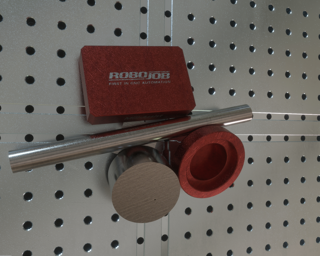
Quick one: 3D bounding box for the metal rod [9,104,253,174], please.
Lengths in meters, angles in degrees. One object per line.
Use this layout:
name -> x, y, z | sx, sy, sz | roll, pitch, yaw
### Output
metal rod -> -0.018, 0.008, 0.379 | 0.303, 0.025, 0.025 | -12, 94, -20

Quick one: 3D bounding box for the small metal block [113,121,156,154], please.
small metal block -> -0.033, 0.015, 0.410 | 0.050, 0.025, 0.050 | 19, 84, -20

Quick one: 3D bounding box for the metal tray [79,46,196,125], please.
metal tray -> -0.028, -0.056, 0.385 | 0.131, 0.030, 0.090 | -5, 73, -21

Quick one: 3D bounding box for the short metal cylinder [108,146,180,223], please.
short metal cylinder -> -0.021, 0.068, 0.380 | 0.081, 0.050, 0.079 | -5, 110, -13

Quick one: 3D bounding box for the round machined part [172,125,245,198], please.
round machined part -> 0.061, 0.041, 0.415 | 0.099, 0.042, 0.097 | -10, 116, -20
